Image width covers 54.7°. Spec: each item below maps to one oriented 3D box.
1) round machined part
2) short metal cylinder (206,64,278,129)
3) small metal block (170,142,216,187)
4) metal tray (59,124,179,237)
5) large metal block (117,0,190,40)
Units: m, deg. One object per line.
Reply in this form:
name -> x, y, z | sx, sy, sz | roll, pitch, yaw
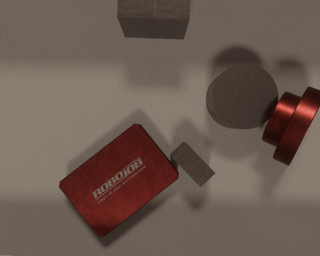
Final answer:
round machined part -> 0.161, -0.006, 0.382 | 0.042, 0.098, 0.098 | 27, 90, 23
short metal cylinder -> 0.103, -0.038, 0.400 | 0.081, 0.050, 0.079 | 0, 90, -1
small metal block -> 0.041, 0.045, 0.400 | 0.025, 0.050, 0.050 | -44, 91, 0
metal tray -> -0.052, 0.066, 0.408 | 0.130, 0.030, 0.090 | -38, 91, -1
large metal block -> -0.007, -0.147, 0.384 | 0.081, 0.080, 0.050 | 2, 90, -1
